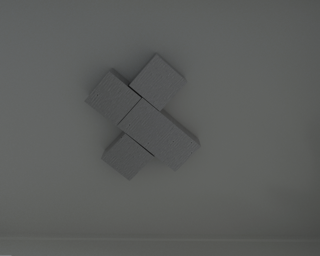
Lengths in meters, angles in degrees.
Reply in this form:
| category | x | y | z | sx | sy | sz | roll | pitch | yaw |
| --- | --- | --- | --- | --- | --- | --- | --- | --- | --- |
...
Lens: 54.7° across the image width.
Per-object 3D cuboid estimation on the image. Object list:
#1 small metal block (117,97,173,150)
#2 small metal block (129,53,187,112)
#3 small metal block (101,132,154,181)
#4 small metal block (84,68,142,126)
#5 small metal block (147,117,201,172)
| category | x | y | z | sx | sy | sz | roll | pitch | yaw |
| --- | --- | --- | --- | --- | --- | --- | --- | --- | --- |
| small metal block | -0.019 | -0.009 | 0.405 | 0.050 | 0.025 | 0.050 | 40 | 105 | -14 |
| small metal block | -0.002 | -0.058 | 0.387 | 0.050 | 0.025 | 0.050 | 40 | 104 | -14 |
| small metal block | -0.043 | 0.035 | 0.422 | 0.050 | 0.025 | 0.050 | 41 | 106 | -14 |
| small metal block | -0.058 | -0.039 | 0.394 | 0.050 | 0.025 | 0.050 | 40 | 105 | -14 |
| small metal block | 0.018 | 0.022 | 0.417 | 0.050 | 0.025 | 0.050 | 40 | 105 | -14 |
